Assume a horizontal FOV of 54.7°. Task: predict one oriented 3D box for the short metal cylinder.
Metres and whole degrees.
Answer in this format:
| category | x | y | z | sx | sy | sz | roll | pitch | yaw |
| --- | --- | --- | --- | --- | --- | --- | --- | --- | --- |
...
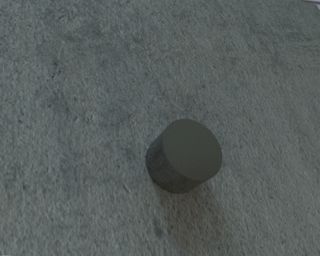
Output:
| category | x | y | z | sx | sy | sz | roll | pitch | yaw |
| --- | --- | --- | --- | --- | --- | --- | --- | --- | --- |
| short metal cylinder | 0.029 | 0.035 | 0.383 | 0.081 | 0.050 | 0.080 | 14 | 56 | -21 |
